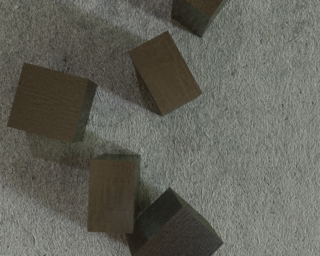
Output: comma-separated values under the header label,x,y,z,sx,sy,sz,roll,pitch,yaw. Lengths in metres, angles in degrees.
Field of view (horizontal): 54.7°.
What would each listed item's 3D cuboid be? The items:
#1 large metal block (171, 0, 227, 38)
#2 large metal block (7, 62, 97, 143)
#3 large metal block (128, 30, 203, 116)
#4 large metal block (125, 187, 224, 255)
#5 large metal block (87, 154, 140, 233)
label,x,y,z,sx,sy,sz,roll,pitch,yaw
large metal block,0.058,-0.169,0.383,0.050,0.080,0.080,35,90,0
large metal block,-0.134,-0.030,0.396,0.080,0.050,0.080,15,90,0
large metal block,0.006,-0.062,0.382,0.050,0.080,0.080,-29,90,0
large metal block,0.017,0.135,0.385,0.080,0.050,0.080,-45,112,0
large metal block,-0.053,0.076,0.382,0.050,0.080,0.080,2,90,0
